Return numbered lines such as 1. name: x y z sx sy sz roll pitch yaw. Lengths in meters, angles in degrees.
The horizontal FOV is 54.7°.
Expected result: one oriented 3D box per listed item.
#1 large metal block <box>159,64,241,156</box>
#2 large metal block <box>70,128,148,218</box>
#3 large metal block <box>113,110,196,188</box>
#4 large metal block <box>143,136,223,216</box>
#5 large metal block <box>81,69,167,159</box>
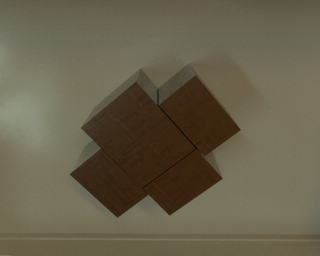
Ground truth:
1. large metal block: 0.044 -0.025 0.373 0.050 0.080 0.080 -39 106 13
2. large metal block: -0.059 0.053 0.400 0.050 0.080 0.080 -39 106 13
3. large metal block: -0.007 0.016 0.387 0.080 0.080 0.050 -38 106 12
4. large metal block: 0.026 0.052 0.401 0.080 0.080 0.050 -38 106 12
5. large metal block: -0.039 -0.020 0.373 0.080 0.080 0.050 -38 106 12
